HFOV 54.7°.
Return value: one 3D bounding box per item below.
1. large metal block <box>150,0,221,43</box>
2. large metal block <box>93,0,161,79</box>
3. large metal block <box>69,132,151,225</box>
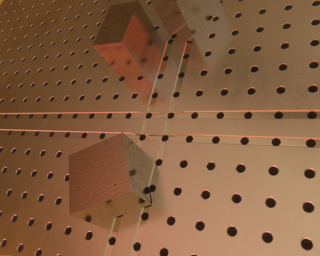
[{"bbox_3d":[0.041,-0.190,0.467,0.050,0.080,0.080,23,74,36],"label":"large metal block"},{"bbox_3d":[-0.047,-0.133,0.478,0.050,0.080,0.080,2,63,29],"label":"large metal block"},{"bbox_3d":[-0.064,0.064,0.385,0.080,0.050,0.080,-23,53,14],"label":"large metal block"}]
